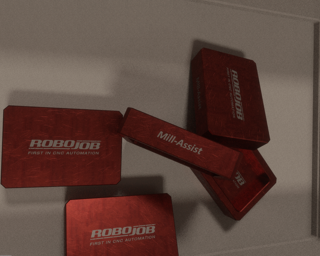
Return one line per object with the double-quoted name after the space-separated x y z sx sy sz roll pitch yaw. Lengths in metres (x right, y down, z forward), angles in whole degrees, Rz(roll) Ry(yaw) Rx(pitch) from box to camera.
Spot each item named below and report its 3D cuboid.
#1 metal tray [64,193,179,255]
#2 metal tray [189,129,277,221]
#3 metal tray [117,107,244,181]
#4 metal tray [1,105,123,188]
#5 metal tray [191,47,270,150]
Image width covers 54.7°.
-0.047 0.130 0.375 0.131 0.030 0.090 1 68 -21 "metal tray"
0.100 0.055 0.446 0.090 0.030 0.130 -40 103 -16 "metal tray"
0.021 0.022 0.361 0.131 0.090 0.030 22 82 4 "metal tray"
-0.113 0.022 0.367 0.131 0.030 0.089 2 89 -21 "metal tray"
0.092 -0.039 0.416 0.091 0.030 0.130 9 63 -20 "metal tray"
